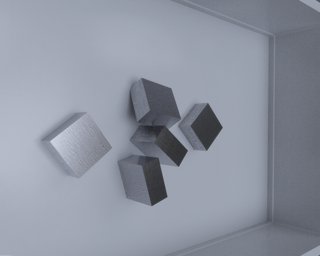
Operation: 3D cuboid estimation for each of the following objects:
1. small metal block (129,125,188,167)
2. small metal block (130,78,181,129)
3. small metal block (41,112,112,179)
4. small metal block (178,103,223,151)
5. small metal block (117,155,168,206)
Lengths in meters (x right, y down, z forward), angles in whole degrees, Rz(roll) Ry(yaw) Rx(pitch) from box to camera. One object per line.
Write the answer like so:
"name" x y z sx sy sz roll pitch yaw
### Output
"small metal block" -0.002 0.022 0.391 0.050 0.050 0.025 47 62 -30
"small metal block" -0.006 -0.030 0.389 0.050 0.025 0.050 14 49 -39
"small metal block" -0.088 0.018 0.334 0.050 0.025 0.050 -45 117 -31
"small metal block" 0.061 -0.002 0.460 0.050 0.025 0.050 -51 120 -28
"small metal block" -0.022 0.062 0.374 0.025 0.050 0.050 -21 104 -38
